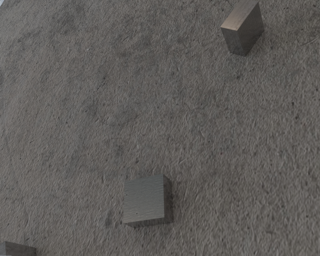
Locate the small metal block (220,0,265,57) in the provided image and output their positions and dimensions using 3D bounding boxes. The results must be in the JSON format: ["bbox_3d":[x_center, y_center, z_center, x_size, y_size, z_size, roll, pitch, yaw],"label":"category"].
[{"bbox_3d":[0.111,-0.132,0.411,0.025,0.050,0.050,28,77,37],"label":"small metal block"}]

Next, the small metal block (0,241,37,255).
[{"bbox_3d":[-0.191,0.169,0.385,0.050,0.050,0.025,-32,52,7],"label":"small metal block"}]

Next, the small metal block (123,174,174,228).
[{"bbox_3d":[-0.014,0.085,0.359,0.050,0.025,0.050,-14,56,20],"label":"small metal block"}]
